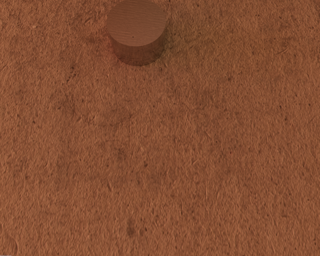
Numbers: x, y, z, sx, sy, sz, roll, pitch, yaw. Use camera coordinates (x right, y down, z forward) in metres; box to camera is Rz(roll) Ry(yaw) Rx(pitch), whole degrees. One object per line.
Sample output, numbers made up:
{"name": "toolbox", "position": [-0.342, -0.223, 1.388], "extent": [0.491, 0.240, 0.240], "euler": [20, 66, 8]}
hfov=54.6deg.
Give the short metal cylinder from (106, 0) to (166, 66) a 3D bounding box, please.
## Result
{"name": "short metal cylinder", "position": [-0.032, -0.136, 0.445], "extent": [0.080, 0.050, 0.080], "euler": [0, 70, 0]}
